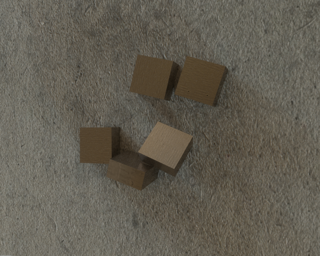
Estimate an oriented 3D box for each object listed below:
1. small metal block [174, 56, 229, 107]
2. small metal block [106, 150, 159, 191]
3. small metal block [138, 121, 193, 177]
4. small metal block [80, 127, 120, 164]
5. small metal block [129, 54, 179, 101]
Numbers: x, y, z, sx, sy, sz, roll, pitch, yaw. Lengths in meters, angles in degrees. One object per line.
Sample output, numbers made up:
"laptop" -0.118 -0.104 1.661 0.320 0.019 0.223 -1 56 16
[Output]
"small metal block" 0.052 -0.058 0.390 0.050 0.025 0.050 20 97 18
"small metal block" -0.033 0.054 0.406 0.050 0.050 0.025 18 105 19
"small metal block" 0.008 0.026 0.393 0.050 0.025 0.050 23 63 18
"small metal block" -0.085 0.024 0.439 0.050 0.025 0.050 -1 90 20
"small metal block" -0.008 -0.066 0.412 0.050 0.025 0.050 15 95 19
